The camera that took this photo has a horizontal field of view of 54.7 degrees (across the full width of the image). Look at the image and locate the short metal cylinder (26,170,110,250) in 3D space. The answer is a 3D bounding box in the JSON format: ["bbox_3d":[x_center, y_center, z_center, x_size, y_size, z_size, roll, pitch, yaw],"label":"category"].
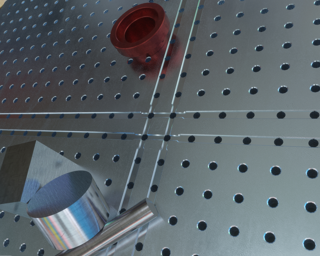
[{"bbox_3d":[-0.107,0.095,0.369,0.080,0.050,0.080,-18,25,9],"label":"short metal cylinder"}]

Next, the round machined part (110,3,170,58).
[{"bbox_3d":[-0.028,-0.154,0.507,0.098,0.042,0.098,-13,56,21],"label":"round machined part"}]

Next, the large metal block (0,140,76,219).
[{"bbox_3d":[-0.165,0.073,0.415,0.050,0.080,0.080,-12,57,22],"label":"large metal block"}]

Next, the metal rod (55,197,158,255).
[{"bbox_3d":[-0.134,0.173,0.372,0.300,0.025,0.025,-33,51,6],"label":"metal rod"}]
